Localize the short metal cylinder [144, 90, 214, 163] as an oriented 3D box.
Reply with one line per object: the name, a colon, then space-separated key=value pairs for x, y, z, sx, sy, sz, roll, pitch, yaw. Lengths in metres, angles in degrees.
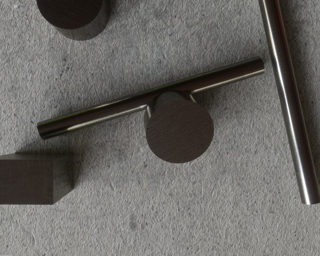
short metal cylinder: x=0.021 y=-0.003 z=0.385 sx=0.081 sy=0.050 sz=0.079 roll=-2 pitch=110 yaw=-6

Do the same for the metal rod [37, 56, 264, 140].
metal rod: x=-0.011 y=-0.040 z=0.409 sx=0.302 sy=0.025 sz=0.025 roll=-17 pitch=90 yaw=0

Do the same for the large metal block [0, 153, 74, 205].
large metal block: x=-0.158 y=0.059 z=0.381 sx=0.081 sy=0.080 sz=0.050 roll=0 pitch=90 yaw=0

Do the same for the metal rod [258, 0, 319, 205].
metal rod: x=0.170 y=-0.048 z=0.411 sx=0.025 sy=0.025 sz=0.298 roll=-12 pitch=90 yaw=0

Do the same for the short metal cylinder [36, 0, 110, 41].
short metal cylinder: x=-0.108 y=-0.158 z=0.396 sx=0.081 sy=0.050 sz=0.079 roll=0 pitch=90 yaw=0
